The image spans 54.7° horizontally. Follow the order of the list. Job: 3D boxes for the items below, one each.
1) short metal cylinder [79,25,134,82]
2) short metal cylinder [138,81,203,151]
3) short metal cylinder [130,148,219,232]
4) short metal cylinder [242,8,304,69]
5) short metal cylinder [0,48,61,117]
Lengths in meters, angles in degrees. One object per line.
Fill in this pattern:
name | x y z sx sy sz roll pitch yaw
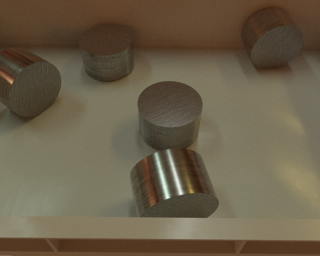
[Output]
short metal cylinder | -0.082 -0.118 0.487 0.081 0.050 0.080 0 50 0
short metal cylinder | 0.012 -0.015 0.402 0.081 0.050 0.080 0 50 0
short metal cylinder | 0.013 0.065 0.315 0.081 0.080 0.050 -10 51 -9
short metal cylinder | 0.176 -0.140 0.490 0.081 0.080 0.050 -5 50 -5
short metal cylinder | -0.183 -0.061 0.419 0.050 0.080 0.080 30 56 22
